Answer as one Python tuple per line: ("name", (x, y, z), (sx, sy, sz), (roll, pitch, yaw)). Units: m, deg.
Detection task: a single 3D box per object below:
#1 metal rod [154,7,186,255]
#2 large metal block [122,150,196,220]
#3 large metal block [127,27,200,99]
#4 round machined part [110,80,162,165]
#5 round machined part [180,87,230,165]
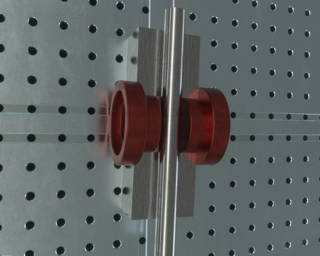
("metal rod", (0.011, 0.011, 0.363), (0.025, 0.025, 0.298), (3, 89, -20))
("large metal block", (-0.002, 0.069, 0.398), (0.081, 0.050, 0.080), (3, 89, -20))
("large metal block", (0.003, -0.078, 0.400), (0.081, 0.050, 0.080), (2, 89, -20))
("round machined part", (-0.029, -0.005, 0.362), (0.042, 0.098, 0.097), (2, 90, -20))
("round machined part", (0.047, -0.002, 0.391), (0.042, 0.098, 0.097), (2, 90, -15))
